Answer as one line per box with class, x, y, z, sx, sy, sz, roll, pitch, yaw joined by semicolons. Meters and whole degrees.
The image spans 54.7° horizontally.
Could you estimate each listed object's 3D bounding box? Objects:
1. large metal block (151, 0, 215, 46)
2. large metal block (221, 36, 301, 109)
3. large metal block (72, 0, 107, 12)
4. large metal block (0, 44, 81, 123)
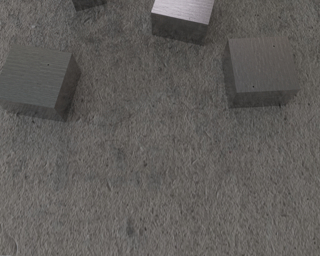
large metal block;0.037;-0.178;0.460;0.080;0.050;0.080;14;71;5
large metal block;0.133;-0.075;0.423;0.081;0.050;0.080;-3;70;-1
large metal block;-0.121;-0.240;0.466;0.050;0.080;0.080;-18;71;-6
large metal block;-0.161;-0.059;0.415;0.080;0.050;0.080;10;70;3
